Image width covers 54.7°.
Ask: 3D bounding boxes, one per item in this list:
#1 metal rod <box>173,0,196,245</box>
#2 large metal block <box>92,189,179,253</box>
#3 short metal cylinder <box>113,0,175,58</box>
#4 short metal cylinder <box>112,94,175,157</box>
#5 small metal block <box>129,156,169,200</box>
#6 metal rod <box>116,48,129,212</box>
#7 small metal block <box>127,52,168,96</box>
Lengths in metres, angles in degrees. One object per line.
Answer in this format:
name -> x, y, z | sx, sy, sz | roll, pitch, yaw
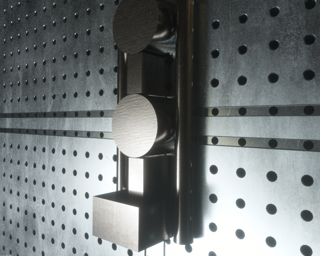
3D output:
metal rod -> 0.031, -0.009, 0.383 | 0.025, 0.025, 0.298 | 1, 91, 40
large metal block -> -0.029, 0.112, 0.397 | 0.080, 0.081, 0.050 | 1, 91, 40
short metal cylinder -> -0.016, -0.133, 0.406 | 0.080, 0.050, 0.080 | 0, 90, 40
short metal cylinder -> -0.018, -0.003, 0.407 | 0.080, 0.050, 0.080 | 0, 90, 40
small metal block -> -0.014, 0.062, 0.404 | 0.025, 0.050, 0.050 | 0, 90, 40
metal rod -> -0.050, -0.009, 0.450 | 0.025, 0.025, 0.298 | 1, 91, 40
small metal block -> -0.016, -0.068, 0.405 | 0.025, 0.050, 0.050 | 1, 91, 40
